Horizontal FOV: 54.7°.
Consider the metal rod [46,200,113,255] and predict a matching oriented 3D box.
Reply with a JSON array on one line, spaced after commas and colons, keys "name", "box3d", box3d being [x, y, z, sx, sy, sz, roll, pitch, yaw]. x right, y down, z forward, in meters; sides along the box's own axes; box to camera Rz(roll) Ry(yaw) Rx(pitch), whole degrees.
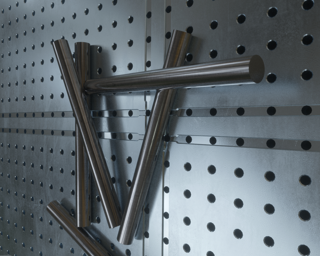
[{"name": "metal rod", "box3d": [-0.089, 0.202, 0.480, 0.300, 0.025, 0.025, 28, 108, 36]}]

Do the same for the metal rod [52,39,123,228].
[{"name": "metal rod", "box3d": [-0.112, 0.004, 0.477, 0.025, 0.025, 0.299, -24, 81, 37]}]

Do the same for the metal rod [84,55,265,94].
[{"name": "metal rod", "box3d": [-0.013, -0.059, 0.385, 0.300, 0.025, 0.025, 4, 93, 49]}]

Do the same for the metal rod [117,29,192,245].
[{"name": "metal rod", "box3d": [-0.011, 0.021, 0.416, 0.025, 0.025, 0.298, 25, 106, 37]}]

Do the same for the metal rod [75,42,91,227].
[{"name": "metal rod", "box3d": [-0.127, 0.010, 0.510, 0.025, 0.025, 0.298, -1, 89, 39]}]
